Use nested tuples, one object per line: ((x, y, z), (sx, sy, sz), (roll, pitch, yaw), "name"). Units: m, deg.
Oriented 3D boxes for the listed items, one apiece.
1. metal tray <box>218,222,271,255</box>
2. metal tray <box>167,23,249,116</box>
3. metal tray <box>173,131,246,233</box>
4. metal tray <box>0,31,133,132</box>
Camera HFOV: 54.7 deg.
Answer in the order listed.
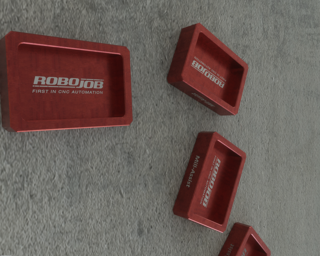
((0.129, 0.235, 0.509), (0.090, 0.030, 0.130), (52, 60, -27), "metal tray")
((0.076, -0.083, 0.464), (0.131, 0.030, 0.090), (26, 74, -37), "metal tray")
((0.078, 0.081, 0.466), (0.090, 0.030, 0.130), (32, 70, -35), "metal tray")
((-0.092, -0.044, 0.323), (0.131, 0.030, 0.089), (-4, 93, -40), "metal tray")
